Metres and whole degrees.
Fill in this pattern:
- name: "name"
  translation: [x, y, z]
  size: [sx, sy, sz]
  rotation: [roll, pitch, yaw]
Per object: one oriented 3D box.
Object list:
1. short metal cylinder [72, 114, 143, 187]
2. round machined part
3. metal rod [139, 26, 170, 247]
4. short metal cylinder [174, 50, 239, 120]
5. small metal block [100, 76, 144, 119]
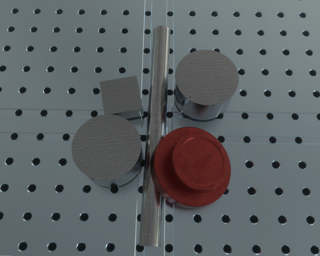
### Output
- name: "short metal cylinder"
  translation: [-0.062, 0.029, 0.383]
  size: [0.081, 0.050, 0.080]
  rotation: [0, 70, 0]
- name: "round machined part"
  translation: [0.041, 0.044, 0.370]
  size: [0.099, 0.042, 0.098]
  rotation: [6, 69, -15]
- name: "metal rod"
  translation: [-0.004, -0.004, 0.409]
  size: [0.025, 0.025, 0.299]
  rotation: [3, 70, 1]
- name: "short metal cylinder"
  translation: [0.059, -0.057, 0.415]
  size: [0.081, 0.050, 0.080]
  rotation: [0, 70, 0]
- name: "small metal block"
  translation: [-0.052, -0.040, 0.421]
  size: [0.050, 0.025, 0.050]
  rotation: [-10, 70, -4]
